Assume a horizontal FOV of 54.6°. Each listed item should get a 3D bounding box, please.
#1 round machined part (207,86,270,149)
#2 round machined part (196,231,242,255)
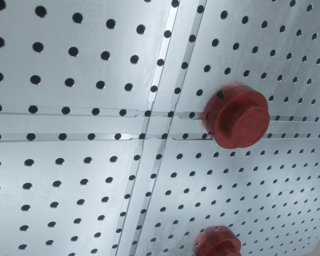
[{"bbox_3d":[0.122,-0.009,0.460,0.099,0.042,0.097,-14,124,-21],"label":"round machined part"},{"bbox_3d":[0.125,0.261,0.629,0.099,0.042,0.097,-14,124,-21],"label":"round machined part"}]
